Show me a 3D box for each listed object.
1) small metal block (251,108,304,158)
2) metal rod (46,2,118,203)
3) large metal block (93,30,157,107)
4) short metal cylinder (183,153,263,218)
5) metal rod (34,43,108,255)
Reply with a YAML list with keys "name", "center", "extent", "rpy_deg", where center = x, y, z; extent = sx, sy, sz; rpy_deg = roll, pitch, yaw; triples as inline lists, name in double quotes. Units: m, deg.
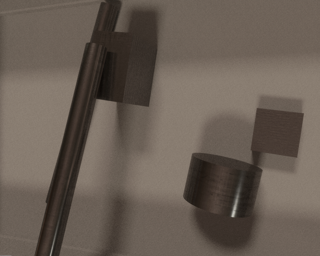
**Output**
- name: "small metal block"
  center: [0.136, 0.005, 0.362]
  extent: [0.050, 0.025, 0.050]
  rpy_deg: [9, 93, 19]
- name: "metal rod"
  center: [-0.115, -0.030, 0.449]
  extent: [0.025, 0.025, 0.298]
  rpy_deg: [19, 96, 18]
- name: "large metal block"
  center: [-0.046, -0.072, 0.397]
  extent: [0.050, 0.080, 0.079]
  rpy_deg: [10, 93, 19]
- name: "short metal cylinder"
  center: [0.071, 0.063, 0.356]
  extent: [0.080, 0.080, 0.050]
  rpy_deg: [13, 95, 19]
- name: "metal rod"
  center: [-0.103, 0.054, 0.339]
  extent: [0.025, 0.025, 0.298]
  rpy_deg: [11, 85, 19]
